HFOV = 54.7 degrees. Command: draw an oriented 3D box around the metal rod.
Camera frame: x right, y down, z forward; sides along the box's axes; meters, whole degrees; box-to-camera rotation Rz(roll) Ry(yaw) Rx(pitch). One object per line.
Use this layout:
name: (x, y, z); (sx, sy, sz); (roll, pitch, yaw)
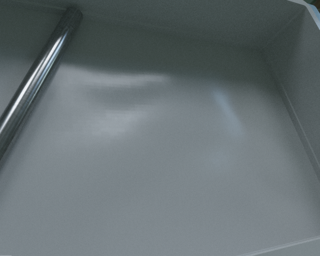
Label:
metal rod: (-0.148, -0.042, 0.351); (0.025, 0.025, 0.300); (23, 53, -15)
